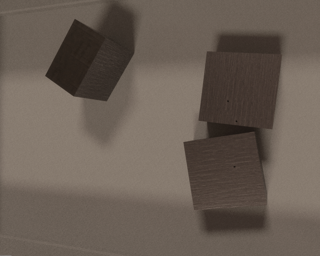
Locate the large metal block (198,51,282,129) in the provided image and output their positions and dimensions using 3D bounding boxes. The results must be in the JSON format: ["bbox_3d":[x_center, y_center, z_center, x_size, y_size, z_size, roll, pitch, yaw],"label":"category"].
[{"bbox_3d":[0.095,-0.043,0.364,0.080,0.050,0.079,7,93,19],"label":"large metal block"}]

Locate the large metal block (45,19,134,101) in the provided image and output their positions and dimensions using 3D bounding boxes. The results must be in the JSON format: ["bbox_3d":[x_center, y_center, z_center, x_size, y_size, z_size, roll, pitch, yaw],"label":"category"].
[{"bbox_3d":[-0.090,-0.085,0.412,0.050,0.080,0.080,35,101,16],"label":"large metal block"}]

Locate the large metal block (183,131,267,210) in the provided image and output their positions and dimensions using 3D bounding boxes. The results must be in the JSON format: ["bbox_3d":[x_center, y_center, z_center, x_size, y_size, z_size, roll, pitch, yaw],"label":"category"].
[{"bbox_3d":[0.079,0.049,0.369,0.080,0.050,0.080,-10,87,19],"label":"large metal block"}]
